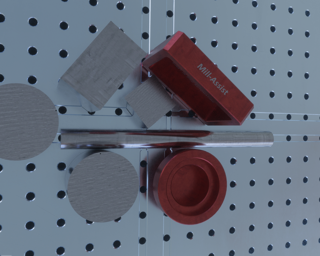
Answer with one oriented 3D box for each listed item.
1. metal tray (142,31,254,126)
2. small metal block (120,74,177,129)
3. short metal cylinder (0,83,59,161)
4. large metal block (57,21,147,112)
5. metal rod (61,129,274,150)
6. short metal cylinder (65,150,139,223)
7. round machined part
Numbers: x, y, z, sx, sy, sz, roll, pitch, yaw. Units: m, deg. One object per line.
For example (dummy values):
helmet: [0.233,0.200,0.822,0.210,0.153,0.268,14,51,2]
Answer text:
metal tray: [0.045,-0.056,0.394,0.130,0.090,0.030,42,77,-15]
small metal block: [-0.016,-0.034,0.407,0.050,0.025,0.050,-41,103,-15]
short metal cylinder: [-0.155,-0.006,0.341,0.081,0.050,0.080,0,90,-20]
large metal block: [-0.070,-0.066,0.357,0.050,0.080,0.080,41,77,-16]
metal rod: [0.024,0.015,0.421,0.302,0.025,0.025,1,90,-20]
short metal cylinder: [-0.071,0.066,0.373,0.081,0.050,0.080,0,90,-20]
round machined part: [0.037,0.076,0.417,0.099,0.042,0.097,0,90,-20]
